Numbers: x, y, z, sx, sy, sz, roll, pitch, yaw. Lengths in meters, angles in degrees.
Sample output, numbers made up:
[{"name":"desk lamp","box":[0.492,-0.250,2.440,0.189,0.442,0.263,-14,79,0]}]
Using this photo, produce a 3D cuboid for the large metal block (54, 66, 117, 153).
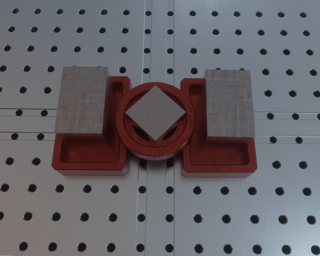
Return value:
[{"name":"large metal block","box":[-0.085,-0.019,0.375,0.050,0.080,0.080,1,70,0]}]

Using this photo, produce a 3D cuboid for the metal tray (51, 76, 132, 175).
[{"name":"metal tray","box":[-0.086,-0.005,0.409,0.091,0.030,0.130,1,70,0]}]

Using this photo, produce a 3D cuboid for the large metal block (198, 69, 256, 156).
[{"name":"large metal block","box":[0.076,-0.015,0.374,0.050,0.080,0.080,1,70,1]}]

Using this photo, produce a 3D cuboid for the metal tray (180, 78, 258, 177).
[{"name":"metal tray","box":[0.073,-0.002,0.409,0.091,0.030,0.130,0,70,0]}]

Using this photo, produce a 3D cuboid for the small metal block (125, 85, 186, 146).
[{"name":"small metal block","box":[-0.005,-0.014,0.374,0.050,0.025,0.050,43,75,14]}]

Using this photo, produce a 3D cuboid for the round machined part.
[{"name":"round machined part","box":[-0.006,-0.006,0.395,0.099,0.042,0.098,0,70,0]}]
